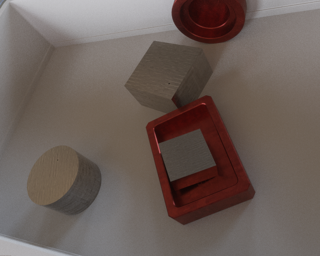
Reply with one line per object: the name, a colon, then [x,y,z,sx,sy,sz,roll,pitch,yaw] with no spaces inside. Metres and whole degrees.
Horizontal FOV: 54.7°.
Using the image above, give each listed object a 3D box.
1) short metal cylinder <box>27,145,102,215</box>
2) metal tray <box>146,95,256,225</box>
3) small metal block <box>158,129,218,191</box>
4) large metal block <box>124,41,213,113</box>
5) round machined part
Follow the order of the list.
short metal cylinder: [-0.126,0.070,0.411,0.080,0.050,0.080,-13,56,20]
metal tray: [0.041,0.033,0.359,0.090,0.030,0.130,-25,53,12]
small metal block: [0.031,0.035,0.345,0.050,0.025,0.050,-20,53,1]
large metal block: [0.013,-0.067,0.423,0.080,0.050,0.080,20,72,35]
round machined part: [0.068,-0.165,0.424,0.098,0.098,0.042,1,63,28]
